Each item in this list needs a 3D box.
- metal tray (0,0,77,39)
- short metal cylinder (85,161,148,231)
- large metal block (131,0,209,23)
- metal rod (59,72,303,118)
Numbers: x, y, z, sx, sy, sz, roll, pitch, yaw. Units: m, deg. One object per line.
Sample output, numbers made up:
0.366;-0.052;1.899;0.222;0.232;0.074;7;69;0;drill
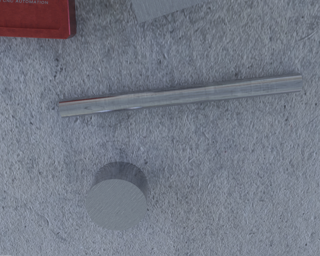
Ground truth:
-0.166;-0.150;0.349;0.131;0.030;0.089;2;110;-1;metal tray
-0.058;0.093;0.430;0.081;0.050;0.079;0;110;0;short metal cylinder
0.003;-0.166;0.335;0.080;0.050;0.080;-17;109;6;large metal block
0.024;-0.041;0.394;0.302;0.025;0.025;-6;110;2;metal rod
